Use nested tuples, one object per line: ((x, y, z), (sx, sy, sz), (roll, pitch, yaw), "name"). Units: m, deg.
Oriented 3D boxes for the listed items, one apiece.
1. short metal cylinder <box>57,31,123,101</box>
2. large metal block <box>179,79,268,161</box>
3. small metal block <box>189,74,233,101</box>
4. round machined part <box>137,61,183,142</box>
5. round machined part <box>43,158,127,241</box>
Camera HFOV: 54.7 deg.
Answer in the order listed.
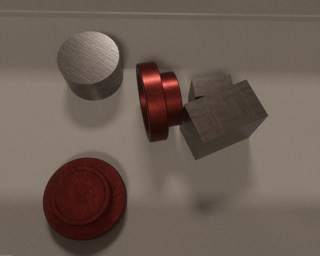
((-0.094, -0.084, 0.426), (0.081, 0.050, 0.080), (0, 70, 0), "short metal cylinder")
((0.074, -0.007, 0.384), (0.080, 0.080, 0.050), (-22, 72, -8), "large metal block")
((0.067, -0.045, 0.414), (0.050, 0.050, 0.025), (-8, 71, -3), "small metal block")
((0.000, -0.034, 0.383), (0.042, 0.098, 0.098), (-10, 71, -7), "round machined part")
((-0.090, 0.082, 0.369), (0.099, 0.042, 0.098), (0, 70, -1), "round machined part")
